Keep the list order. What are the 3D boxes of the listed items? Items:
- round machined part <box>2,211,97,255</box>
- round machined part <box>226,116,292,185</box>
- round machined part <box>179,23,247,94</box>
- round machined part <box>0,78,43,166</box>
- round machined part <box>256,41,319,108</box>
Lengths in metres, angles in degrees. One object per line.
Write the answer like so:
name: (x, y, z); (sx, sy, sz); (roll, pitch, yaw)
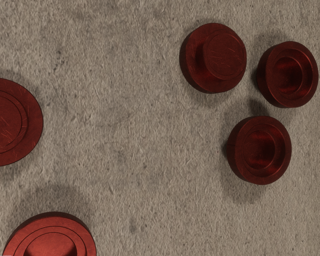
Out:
round machined part: (-0.126, 0.144, 0.354); (0.099, 0.042, 0.097); (0, 90, -21)
round machined part: (0.139, 0.031, 0.453); (0.099, 0.042, 0.097); (0, 90, -21)
round machined part: (0.080, -0.098, 0.431); (0.099, 0.042, 0.097); (0, 90, -21)
round machined part: (-0.179, -0.006, 0.334); (0.099, 0.042, 0.097); (0, 90, -21)
round machined part: (0.187, -0.078, 0.471); (0.099, 0.042, 0.097); (0, 90, -21)
